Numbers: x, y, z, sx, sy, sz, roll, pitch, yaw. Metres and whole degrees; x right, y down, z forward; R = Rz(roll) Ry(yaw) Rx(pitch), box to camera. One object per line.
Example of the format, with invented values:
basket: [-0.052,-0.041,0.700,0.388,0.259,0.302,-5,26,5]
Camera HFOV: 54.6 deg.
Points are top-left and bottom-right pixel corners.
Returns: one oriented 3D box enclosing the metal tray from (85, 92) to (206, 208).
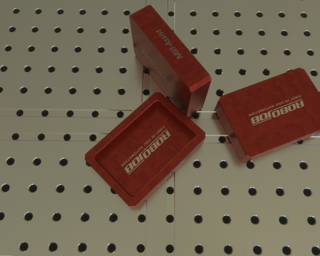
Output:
metal tray: [-0.017,0.027,0.399,0.130,0.030,0.090,-43,76,-14]

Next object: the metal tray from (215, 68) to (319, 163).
metal tray: [0.152,-0.018,0.417,0.131,0.030,0.090,-20,71,-8]

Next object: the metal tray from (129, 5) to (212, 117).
metal tray: [0.011,-0.084,0.408,0.030,0.090,0.130,-33,73,-11]
